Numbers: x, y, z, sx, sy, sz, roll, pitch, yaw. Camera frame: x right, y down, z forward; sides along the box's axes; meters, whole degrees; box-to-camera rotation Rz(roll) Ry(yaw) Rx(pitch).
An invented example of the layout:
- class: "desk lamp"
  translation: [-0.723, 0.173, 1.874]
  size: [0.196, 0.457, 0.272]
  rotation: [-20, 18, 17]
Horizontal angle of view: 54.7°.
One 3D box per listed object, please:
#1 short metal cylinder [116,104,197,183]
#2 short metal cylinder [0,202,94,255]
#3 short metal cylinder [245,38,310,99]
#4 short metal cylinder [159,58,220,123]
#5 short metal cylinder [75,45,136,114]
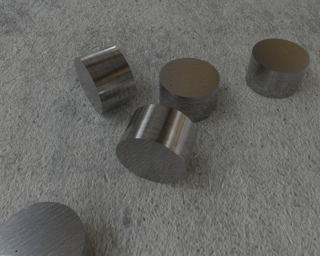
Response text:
- class: "short metal cylinder"
  translation: [-0.003, 0.019, 0.351]
  size: [0.080, 0.080, 0.050]
  rotation: [14, 52, 11]
- class: "short metal cylinder"
  translation: [-0.106, 0.117, 0.288]
  size: [0.080, 0.050, 0.080]
  rotation: [0, 50, 0]
- class: "short metal cylinder"
  translation: [0.173, -0.089, 0.463]
  size: [0.080, 0.050, 0.080]
  rotation: [0, 50, 0]
- class: "short metal cylinder"
  translation: [0.039, -0.053, 0.432]
  size: [0.080, 0.050, 0.080]
  rotation: [0, 50, 0]
- class: "short metal cylinder"
  translation: [-0.075, -0.066, 0.422]
  size: [0.050, 0.080, 0.080]
  rotation: [-27, 55, -21]
